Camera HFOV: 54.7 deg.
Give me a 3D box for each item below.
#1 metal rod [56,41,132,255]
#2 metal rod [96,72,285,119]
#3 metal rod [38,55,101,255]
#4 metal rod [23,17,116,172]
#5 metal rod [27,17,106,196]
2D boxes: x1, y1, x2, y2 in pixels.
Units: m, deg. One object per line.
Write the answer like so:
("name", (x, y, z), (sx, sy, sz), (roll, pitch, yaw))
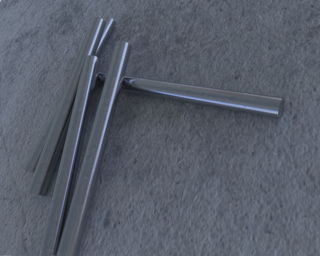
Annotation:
("metal rod", (-0.083, 0.015, 0.416), (0.025, 0.025, 0.299), (1, 68, 28))
("metal rod", (0.013, -0.051, 0.427), (0.300, 0.025, 0.025), (14, 69, 33))
("metal rod", (-0.121, 0.030, 0.429), (0.025, 0.025, 0.299), (-5, 65, 25))
("metal rod", (-0.143, -0.065, 0.516), (0.025, 0.025, 0.300), (8, 65, 31))
("metal rod", (-0.140, -0.044, 0.483), (0.025, 0.025, 0.299), (4, 69, 29))
